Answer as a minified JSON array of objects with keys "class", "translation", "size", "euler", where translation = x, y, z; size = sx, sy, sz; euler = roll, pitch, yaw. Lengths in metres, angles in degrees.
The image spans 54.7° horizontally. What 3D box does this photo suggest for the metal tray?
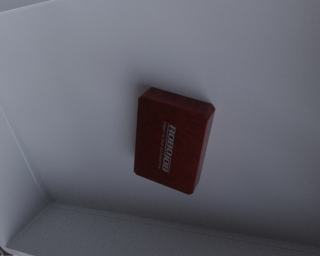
[{"class":"metal tray","translation":[0.015,0.019,0.409],"size":[0.090,0.030,0.129],"euler":[18,126,17]}]
